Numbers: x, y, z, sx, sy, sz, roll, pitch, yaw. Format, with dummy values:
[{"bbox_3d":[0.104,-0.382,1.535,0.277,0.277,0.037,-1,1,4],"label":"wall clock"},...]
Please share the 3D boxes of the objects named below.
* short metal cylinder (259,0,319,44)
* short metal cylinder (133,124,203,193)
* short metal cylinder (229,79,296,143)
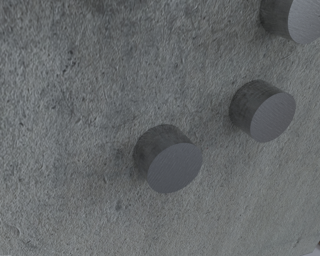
[{"bbox_3d":[0.175,-0.153,0.391,0.081,0.050,0.079,-14,124,-21],"label":"short metal cylinder"},{"bbox_3d":[0.010,0.042,0.422,0.081,0.050,0.079,-14,124,-21],"label":"short metal cylinder"},{"bbox_3d":[0.150,-0.025,0.457,0.081,0.050,0.079,-14,124,-21],"label":"short metal cylinder"}]
